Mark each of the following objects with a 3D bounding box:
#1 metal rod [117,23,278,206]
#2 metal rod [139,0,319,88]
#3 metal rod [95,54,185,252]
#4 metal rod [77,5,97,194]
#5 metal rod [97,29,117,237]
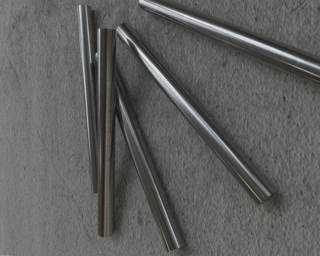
[{"bbox_3d":[0.028,-0.035,0.381,0.025,0.025,0.300,-52,60,27],"label":"metal rod"},{"bbox_3d":[0.082,-0.098,0.337,0.300,0.025,0.025,36,112,34],"label":"metal rod"},{"bbox_3d":[-0.034,0.019,0.433,0.025,0.025,0.299,-35,69,34],"label":"metal rod"},{"bbox_3d":[-0.108,-0.048,0.494,0.025,0.025,0.298,-10,84,39],"label":"metal rod"},{"bbox_3d":[-0.076,0.015,0.442,0.025,0.025,0.298,13,106,39],"label":"metal rod"}]
